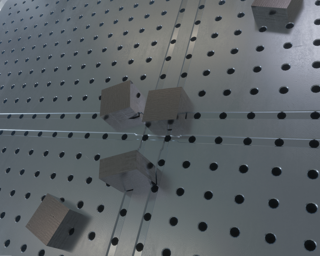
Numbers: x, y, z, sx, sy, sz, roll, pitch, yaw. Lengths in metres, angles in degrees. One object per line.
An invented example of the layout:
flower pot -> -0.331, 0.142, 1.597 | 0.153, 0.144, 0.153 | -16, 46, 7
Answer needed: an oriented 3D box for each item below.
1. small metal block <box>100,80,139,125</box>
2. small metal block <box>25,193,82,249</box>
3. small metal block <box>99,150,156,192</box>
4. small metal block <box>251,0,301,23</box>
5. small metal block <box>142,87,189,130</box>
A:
small metal block -> -0.061, -0.038, 0.465 | 0.050, 0.025, 0.050 | -16, 55, 19
small metal block -> -0.140, 0.122, 0.409 | 0.050, 0.025, 0.050 | 21, 73, 35
small metal block -> -0.039, 0.054, 0.381 | 0.050, 0.050, 0.025 | -16, 55, 19
small metal block -> 0.163, -0.177, 0.432 | 0.050, 0.025, 0.050 | 22, 73, 36
small metal block -> 0.008, -0.026, 0.421 | 0.050, 0.025, 0.050 | -3, 60, 26
